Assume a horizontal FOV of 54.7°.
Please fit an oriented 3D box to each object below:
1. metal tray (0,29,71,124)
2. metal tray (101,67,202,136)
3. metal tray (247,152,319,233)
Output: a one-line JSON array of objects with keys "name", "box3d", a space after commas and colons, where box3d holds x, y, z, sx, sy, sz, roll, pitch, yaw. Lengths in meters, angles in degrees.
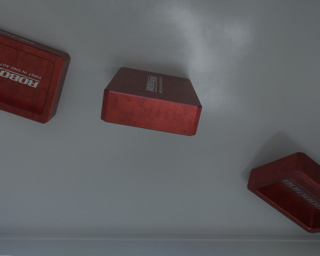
[{"name": "metal tray", "box3d": [-0.188, -0.069, 0.381, 0.131, 0.030, 0.089, 19, 109, -7]}, {"name": "metal tray", "box3d": [-0.008, -0.035, 0.342, 0.091, 0.130, 0.030, 10, 110, -4]}, {"name": "metal tray", "box3d": [0.197, 0.092, 0.417, 0.130, 0.030, 0.090, 36, 144, -12]}]
